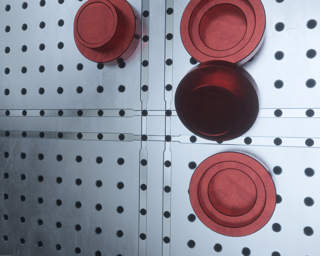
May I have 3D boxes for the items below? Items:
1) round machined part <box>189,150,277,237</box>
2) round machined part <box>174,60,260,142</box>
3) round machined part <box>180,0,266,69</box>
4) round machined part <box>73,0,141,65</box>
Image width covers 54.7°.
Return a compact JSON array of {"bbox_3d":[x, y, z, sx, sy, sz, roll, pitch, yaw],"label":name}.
[{"bbox_3d":[0.088,0.075,0.372,0.098,0.042,0.097,0,90,19],"label":"round machined part"},{"bbox_3d":[0.064,-0.026,0.359,0.098,0.042,0.097,10,121,16],"label":"round machined part"},{"bbox_3d":[0.077,-0.119,0.376,0.098,0.042,0.097,0,90,19],"label":"round machined part"},{"bbox_3d":[-0.079,-0.140,0.430,0.098,0.042,0.097,0,90,19],"label":"round machined part"}]
